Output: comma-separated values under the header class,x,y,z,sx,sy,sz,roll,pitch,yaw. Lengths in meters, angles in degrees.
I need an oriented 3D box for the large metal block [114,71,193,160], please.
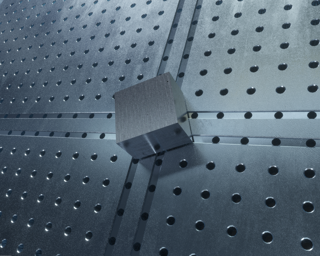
class,x,y,z,sx,sy,sz,roll,pitch,yaw
large metal block,-0.010,-0.015,0.402,0.080,0.050,0.080,-19,55,17
